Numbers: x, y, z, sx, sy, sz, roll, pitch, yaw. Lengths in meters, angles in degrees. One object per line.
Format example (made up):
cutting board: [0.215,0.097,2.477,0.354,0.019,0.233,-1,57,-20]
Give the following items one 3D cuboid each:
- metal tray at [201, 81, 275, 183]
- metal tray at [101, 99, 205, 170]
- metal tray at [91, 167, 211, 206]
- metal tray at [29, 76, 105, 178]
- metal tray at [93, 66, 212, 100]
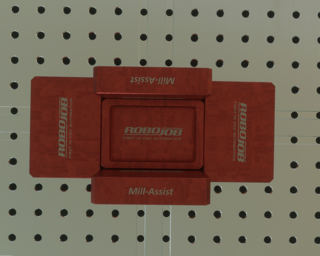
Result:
metal tray: [0.102,0.005,0.410,0.091,0.030,0.129,1,90,-2]
metal tray: [-0.009,0.008,0.408,0.131,0.030,0.089,1,90,-1]
metal tray: [-0.010,0.068,0.379,0.131,0.090,0.030,1,90,-1]
metal tray: [-0.120,-0.001,0.409,0.091,0.030,0.129,1,90,-1]
metal tray: [-0.008,-0.052,0.381,0.131,0.090,0.030,1,90,-1]
